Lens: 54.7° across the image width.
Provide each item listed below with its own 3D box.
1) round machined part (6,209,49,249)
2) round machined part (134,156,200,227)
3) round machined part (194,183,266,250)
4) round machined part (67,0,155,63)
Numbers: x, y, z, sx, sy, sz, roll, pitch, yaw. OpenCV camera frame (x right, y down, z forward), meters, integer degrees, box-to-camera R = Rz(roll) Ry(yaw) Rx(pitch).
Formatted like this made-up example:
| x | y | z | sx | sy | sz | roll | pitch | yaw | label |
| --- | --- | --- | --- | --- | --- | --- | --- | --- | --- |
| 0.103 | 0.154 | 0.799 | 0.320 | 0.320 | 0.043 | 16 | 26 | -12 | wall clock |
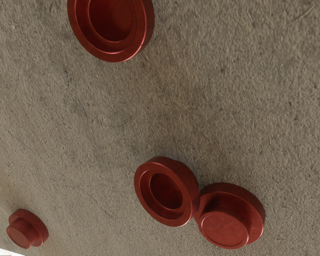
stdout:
| x | y | z | sx | sy | sz | roll | pitch | yaw | label |
| --- | --- | --- | --- | --- | --- | --- | --- | --- | --- |
| -0.307 | 0.235 | 0.703 | 0.098 | 0.042 | 0.097 | 13 | 124 | 21 | round machined part |
| 0.014 | 0.083 | 0.431 | 0.098 | 0.042 | 0.097 | 18 | 121 | 33 | round machined part |
| 0.091 | 0.127 | 0.426 | 0.098 | 0.042 | 0.097 | 13 | 124 | 21 | round machined part |
| -0.050 | -0.126 | 0.344 | 0.098 | 0.042 | 0.097 | 13 | 124 | 21 | round machined part |
